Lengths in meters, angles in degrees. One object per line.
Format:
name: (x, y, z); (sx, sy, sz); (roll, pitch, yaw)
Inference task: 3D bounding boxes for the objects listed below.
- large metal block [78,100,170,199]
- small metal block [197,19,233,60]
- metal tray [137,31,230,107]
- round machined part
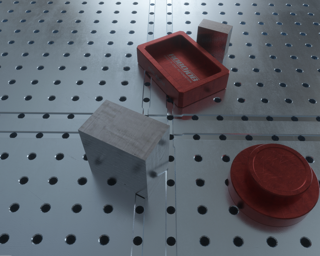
large metal block: (-0.037, 0.025, 0.351); (0.080, 0.080, 0.050); (23, 54, 18)
small metal block: (0.089, -0.148, 0.516); (0.050, 0.050, 0.025); (20, 53, 16)
metal tray: (0.033, -0.097, 0.485); (0.091, 0.030, 0.130); (-25, 55, -20)
round machined part: (0.130, 0.056, 0.350); (0.099, 0.042, 0.098); (0, 50, 0)
